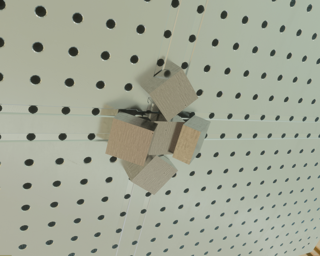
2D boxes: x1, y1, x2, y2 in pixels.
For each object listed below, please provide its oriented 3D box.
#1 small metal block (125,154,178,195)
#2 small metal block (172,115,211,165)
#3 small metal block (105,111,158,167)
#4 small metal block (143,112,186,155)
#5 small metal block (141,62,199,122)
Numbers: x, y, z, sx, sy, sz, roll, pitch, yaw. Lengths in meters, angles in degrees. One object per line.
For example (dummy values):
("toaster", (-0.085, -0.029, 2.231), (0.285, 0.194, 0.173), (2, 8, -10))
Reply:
("small metal block", (-0.011, 0.061, 0.441), (0.050, 0.025, 0.050), (-47, 128, 5))
("small metal block", (0.044, 0.015, 0.426), (0.050, 0.025, 0.050), (-36, 146, -61))
("small metal block", (-0.035, 0.013, 0.383), (0.050, 0.025, 0.050), (18, 114, 3))
("small metal block", (0.000, 0.008, 0.415), (0.050, 0.025, 0.050), (1, 117, -29))
("small metal block", (0.013, -0.045, 0.390), (0.050, 0.025, 0.050), (-38, 129, -3))
